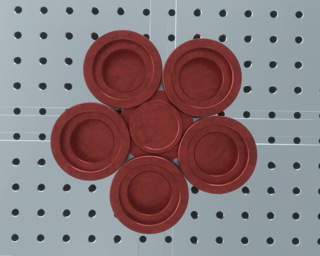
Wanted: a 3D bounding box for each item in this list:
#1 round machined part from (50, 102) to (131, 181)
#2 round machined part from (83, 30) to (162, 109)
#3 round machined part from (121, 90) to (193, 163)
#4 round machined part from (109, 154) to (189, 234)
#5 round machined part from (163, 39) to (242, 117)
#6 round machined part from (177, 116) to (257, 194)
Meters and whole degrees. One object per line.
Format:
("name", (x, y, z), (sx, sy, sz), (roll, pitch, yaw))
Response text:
("round machined part", (-0.086, 0.016, 0.404), (0.099, 0.042, 0.097), (0, 90, 0))
("round machined part", (-0.046, -0.073, 0.404), (0.099, 0.042, 0.097), (0, 90, 0))
("round machined part", (-0.005, -0.001, 0.404), (0.099, 0.042, 0.097), (0, 90, 0))
("round machined part", (-0.013, 0.083, 0.404), (0.099, 0.042, 0.097), (0, 90, 0))
("round machined part", (0.053, -0.063, 0.405), (0.099, 0.042, 0.097), (0, 90, 0))
("round machined part", (0.072, 0.033, 0.405), (0.099, 0.042, 0.097), (0, 90, 0))
